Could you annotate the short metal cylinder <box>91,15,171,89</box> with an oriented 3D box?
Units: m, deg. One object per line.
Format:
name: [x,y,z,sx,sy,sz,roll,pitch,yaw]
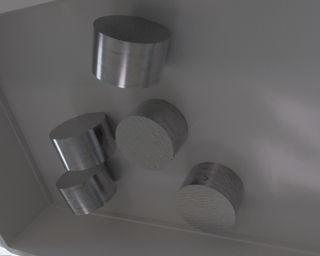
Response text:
short metal cylinder: [-0.033,-0.085,0.338,0.080,0.080,0.050,23,127,14]

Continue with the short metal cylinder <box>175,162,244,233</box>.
short metal cylinder: [0.067,0.093,0.415,0.080,0.050,0.079,13,124,21]

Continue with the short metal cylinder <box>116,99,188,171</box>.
short metal cylinder: [-0.010,0.009,0.403,0.080,0.050,0.079,13,124,21]

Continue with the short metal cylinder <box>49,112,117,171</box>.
short metal cylinder: [-0.108,0.018,0.441,0.080,0.080,0.050,-3,117,29]

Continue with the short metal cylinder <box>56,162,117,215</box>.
short metal cylinder: [-0.115,0.091,0.490,0.080,0.080,0.050,-10,114,32]
